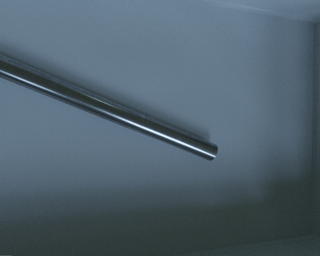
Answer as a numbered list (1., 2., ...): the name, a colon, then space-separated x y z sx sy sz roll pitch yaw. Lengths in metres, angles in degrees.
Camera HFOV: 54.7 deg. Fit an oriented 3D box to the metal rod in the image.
1. metal rod: -0.057 -0.020 0.390 0.302 0.025 0.025 22 83 -19
